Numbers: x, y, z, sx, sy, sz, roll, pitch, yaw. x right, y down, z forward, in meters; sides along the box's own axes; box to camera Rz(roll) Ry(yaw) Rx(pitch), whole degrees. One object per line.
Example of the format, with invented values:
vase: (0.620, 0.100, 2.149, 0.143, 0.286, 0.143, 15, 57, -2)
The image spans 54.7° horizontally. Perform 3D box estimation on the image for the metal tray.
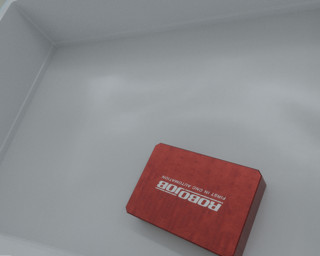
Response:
metal tray: (0.036, 0.075, 0.338, 0.130, 0.030, 0.090, 14, 69, 33)
